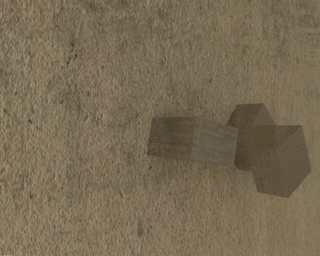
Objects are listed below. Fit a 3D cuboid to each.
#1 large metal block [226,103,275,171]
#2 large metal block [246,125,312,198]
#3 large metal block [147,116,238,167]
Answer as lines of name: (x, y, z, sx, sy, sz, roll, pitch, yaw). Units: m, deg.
large metal block: (0.151, 0.016, 0.514, 0.080, 0.050, 0.080, 50, 61, -29)
large metal block: (0.185, 0.048, 0.478, 0.081, 0.050, 0.080, -30, 109, -36)
large metal block: (0.042, 0.018, 0.404, 0.081, 0.080, 0.050, 14, 82, -39)
